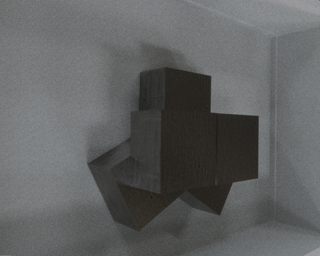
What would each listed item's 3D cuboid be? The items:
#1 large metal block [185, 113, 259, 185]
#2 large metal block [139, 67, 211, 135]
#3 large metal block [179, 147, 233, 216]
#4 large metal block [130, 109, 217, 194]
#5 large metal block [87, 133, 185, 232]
[{"bbox_3d":[0.078,0.024,0.387,0.081,0.050,0.080,1,90,-40],"label":"large metal block"},{"bbox_3d":[0.021,-0.031,0.405,0.081,0.050,0.080,2,89,-40],"label":"large metal block"},{"bbox_3d":[0.058,0.064,0.435,0.080,0.050,0.080,41,65,-32],"label":"large metal block"},{"bbox_3d":[0.015,0.022,0.336,0.081,0.050,0.080,1,90,-40],"label":"large metal block"},{"bbox_3d":[-0.025,0.059,0.367,0.081,0.050,0.080,-33,111,-35],"label":"large metal block"}]
